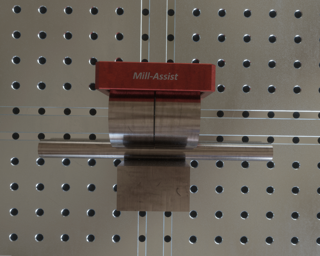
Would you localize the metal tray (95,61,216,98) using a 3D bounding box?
[{"bbox_3d":[-0.005,-0.056,0.377,0.131,0.090,0.030,1,90,0],"label":"metal tray"}]

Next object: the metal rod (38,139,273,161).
[{"bbox_3d":[-0.005,0.029,0.409,0.302,0.025,0.025,1,90,0],"label":"metal rod"}]

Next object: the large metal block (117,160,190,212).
[{"bbox_3d":[-0.007,0.067,0.382,0.081,0.080,0.050,1,90,0],"label":"large metal block"}]

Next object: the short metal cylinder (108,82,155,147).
[{"bbox_3d":[-0.032,-0.016,0.383,0.050,0.080,0.079,1,90,0],"label":"short metal cylinder"}]

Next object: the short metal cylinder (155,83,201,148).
[{"bbox_3d":[0.020,-0.016,0.383,0.050,0.080,0.079,2,90,0],"label":"short metal cylinder"}]
